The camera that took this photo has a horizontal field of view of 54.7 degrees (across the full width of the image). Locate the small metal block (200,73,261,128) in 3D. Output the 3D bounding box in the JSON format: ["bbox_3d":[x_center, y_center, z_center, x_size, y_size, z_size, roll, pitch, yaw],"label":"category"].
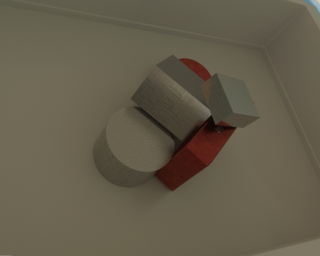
[{"bbox_3d":[0.078,-0.029,0.343,0.050,0.025,0.050,5,58,-41],"label":"small metal block"}]

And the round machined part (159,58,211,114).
[{"bbox_3d":[0.039,-0.063,0.453,0.099,0.042,0.098,14,56,-21],"label":"round machined part"}]

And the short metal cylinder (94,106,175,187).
[{"bbox_3d":[-0.031,0.022,0.358,0.081,0.050,0.080,14,56,-21],"label":"short metal cylinder"}]

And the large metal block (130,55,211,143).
[{"bbox_3d":[0.022,-0.039,0.379,0.080,0.050,0.080,39,26,-2],"label":"large metal block"}]

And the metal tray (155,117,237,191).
[{"bbox_3d":[0.057,0.013,0.386,0.030,0.090,0.131,44,50,2],"label":"metal tray"}]
